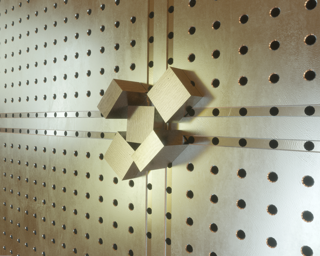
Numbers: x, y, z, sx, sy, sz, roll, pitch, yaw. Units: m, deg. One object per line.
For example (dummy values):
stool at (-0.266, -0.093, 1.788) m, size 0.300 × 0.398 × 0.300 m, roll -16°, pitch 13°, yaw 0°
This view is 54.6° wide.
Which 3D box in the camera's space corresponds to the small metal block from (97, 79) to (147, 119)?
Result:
small metal block at (-0.052, -0.040, 0.437) m, size 0.025 × 0.050 × 0.050 m, roll 51°, pitch 121°, yaw 27°

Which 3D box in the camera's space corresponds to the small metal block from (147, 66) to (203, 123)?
small metal block at (0.018, -0.041, 0.396) m, size 0.050 × 0.025 × 0.050 m, roll -48°, pitch 62°, yaw 30°

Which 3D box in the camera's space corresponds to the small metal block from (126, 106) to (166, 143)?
small metal block at (-0.019, -0.004, 0.425) m, size 0.050 × 0.025 × 0.050 m, roll 5°, pitch 92°, yaw 41°

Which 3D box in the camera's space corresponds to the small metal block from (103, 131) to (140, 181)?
small metal block at (-0.050, 0.040, 0.451) m, size 0.050 × 0.025 × 0.050 m, roll 45°, pitch 117°, yaw 30°

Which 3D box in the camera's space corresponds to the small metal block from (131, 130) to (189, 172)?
small metal block at (0.000, 0.028, 0.394) m, size 0.050 × 0.050 × 0.025 m, roll -50°, pitch 60°, yaw 28°
